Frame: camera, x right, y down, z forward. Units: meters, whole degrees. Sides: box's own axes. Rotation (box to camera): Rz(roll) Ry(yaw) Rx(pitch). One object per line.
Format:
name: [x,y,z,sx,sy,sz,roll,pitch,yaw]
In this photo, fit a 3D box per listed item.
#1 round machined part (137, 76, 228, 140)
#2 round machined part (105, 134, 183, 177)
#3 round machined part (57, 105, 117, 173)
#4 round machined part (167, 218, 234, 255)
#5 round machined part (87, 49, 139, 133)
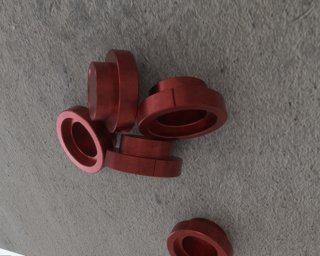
round machined part: [0.023,-0.023,0.347,0.098,0.099,0.042,-24,62,37]
round machined part: [-0.019,0.033,0.400,0.098,0.098,0.042,8,90,24]
round machined part: [-0.101,0.012,0.448,0.098,0.042,0.097,21,126,32]
round machined part: [0.063,0.177,0.472,0.098,0.042,0.097,13,124,21]
round machined part: [-0.059,-0.043,0.364,0.042,0.098,0.097,-1,129,-21]
